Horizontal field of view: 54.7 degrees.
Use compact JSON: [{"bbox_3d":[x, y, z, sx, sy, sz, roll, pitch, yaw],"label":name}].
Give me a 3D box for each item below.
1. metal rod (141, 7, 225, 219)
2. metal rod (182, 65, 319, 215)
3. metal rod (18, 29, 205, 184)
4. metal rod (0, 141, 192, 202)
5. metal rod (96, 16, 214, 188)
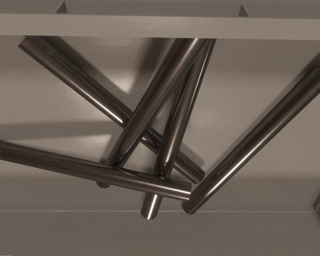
[{"bbox_3d":[0.018,0.005,0.388,0.025,0.025,0.298,10,122,-9],"label":"metal rod"},{"bbox_3d":[0.120,0.036,0.441,0.025,0.025,0.298,22,127,-18],"label":"metal rod"},{"bbox_3d":[-0.042,-0.010,0.399,0.025,0.025,0.301,-34,123,25],"label":"metal rod"},{"bbox_3d":[-0.108,0.053,0.411,0.302,0.025,0.025,12,130,5],"label":"metal rod"},{"bbox_3d":[-0.026,-0.002,0.365,0.025,0.025,0.298,18,139,-16],"label":"metal rod"}]
